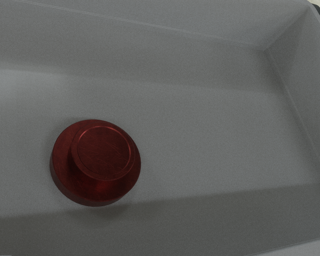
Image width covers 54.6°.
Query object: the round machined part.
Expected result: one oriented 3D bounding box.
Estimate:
[{"bbox_3d":[-0.066,0.032,0.339,0.099,0.042,0.098,13,56,-21],"label":"round machined part"}]
